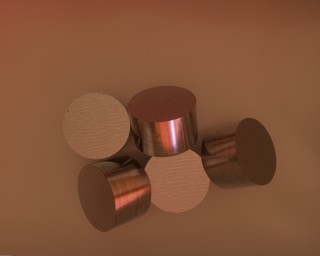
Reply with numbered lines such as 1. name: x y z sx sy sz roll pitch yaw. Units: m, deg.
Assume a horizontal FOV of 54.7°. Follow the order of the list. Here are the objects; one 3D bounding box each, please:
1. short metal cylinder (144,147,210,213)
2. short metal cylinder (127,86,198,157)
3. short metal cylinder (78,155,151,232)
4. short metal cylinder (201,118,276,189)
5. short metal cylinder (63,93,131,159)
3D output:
1. short metal cylinder: 0.020 0.062 0.398 0.081 0.050 0.079 0 90 -1
2. short metal cylinder: 0.005 -0.010 0.375 0.081 0.080 0.050 -8 126 -1
3. short metal cylinder: -0.057 0.077 0.375 0.050 0.080 0.080 -11 90 -43
4. short metal cylinder: 0.097 0.032 0.378 0.081 0.050 0.080 14 67 -37
5. short metal cylinder: -0.076 -0.003 0.395 0.081 0.050 0.079 0 90 -1
